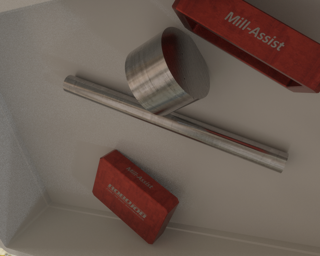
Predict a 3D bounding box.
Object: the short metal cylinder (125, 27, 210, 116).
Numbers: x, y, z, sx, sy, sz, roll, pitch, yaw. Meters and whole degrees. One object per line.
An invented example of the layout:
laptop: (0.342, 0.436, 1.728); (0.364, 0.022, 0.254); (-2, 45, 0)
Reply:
short metal cylinder: (0.010, -0.059, 0.331); (0.050, 0.080, 0.080); (-23, 106, 36)

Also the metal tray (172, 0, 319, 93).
metal tray: (0.079, -0.078, 0.273); (0.130, 0.090, 0.030); (33, 102, 6)

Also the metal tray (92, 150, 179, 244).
metal tray: (-0.042, 0.105, 0.473); (0.130, 0.030, 0.089); (36, 129, 19)

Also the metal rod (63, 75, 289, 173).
metal rod: (0.008, -0.011, 0.396); (0.301, 0.025, 0.025); (21, 126, 15)
